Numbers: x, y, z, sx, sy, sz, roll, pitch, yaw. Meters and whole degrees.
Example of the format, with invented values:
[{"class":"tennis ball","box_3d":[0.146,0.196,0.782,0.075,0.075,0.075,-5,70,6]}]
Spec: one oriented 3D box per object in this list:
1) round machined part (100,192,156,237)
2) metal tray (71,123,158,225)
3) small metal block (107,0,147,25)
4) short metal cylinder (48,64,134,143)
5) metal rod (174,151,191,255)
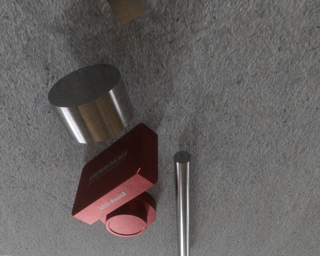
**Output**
[{"class":"round machined part","box_3d":[-0.055,0.147,0.521,0.099,0.042,0.097,-1,130,0]},{"class":"metal tray","box_3d":[-0.059,0.061,0.415,0.130,0.090,0.030,-36,122,26]},{"class":"small metal block","box_3d":[-0.035,-0.130,0.280,0.025,0.050,0.050,-22,127,17]},{"class":"short metal cylinder","box_3d":[-0.075,-0.029,0.346,0.080,0.080,0.050,-10,130,8]},{"class":"metal rod","box_3d":[0.041,0.155,0.539,0.025,0.025,0.298,-3,130,2]}]
